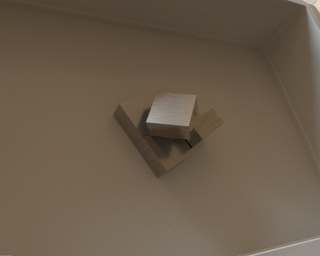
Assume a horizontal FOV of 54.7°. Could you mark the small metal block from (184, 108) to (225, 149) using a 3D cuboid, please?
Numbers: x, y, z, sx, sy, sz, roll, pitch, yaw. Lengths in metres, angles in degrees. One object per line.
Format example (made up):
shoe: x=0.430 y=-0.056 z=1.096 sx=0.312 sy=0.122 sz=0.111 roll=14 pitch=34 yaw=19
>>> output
small metal block: x=0.050 y=0.005 z=0.413 sx=0.050 sy=0.050 sz=0.025 roll=-32 pitch=80 yaw=-39

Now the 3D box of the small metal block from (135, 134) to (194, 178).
small metal block: x=0.006 y=0.027 z=0.392 sx=0.050 sy=0.025 sz=0.050 roll=-28 pitch=77 yaw=-38

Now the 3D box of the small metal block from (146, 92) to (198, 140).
small metal block: x=0.016 y=-0.015 z=0.375 sx=0.050 sy=0.025 sz=0.050 roll=6 pitch=51 yaw=15

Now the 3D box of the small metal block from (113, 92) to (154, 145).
small metal block: x=-0.023 y=-0.013 z=0.401 sx=0.050 sy=0.025 sz=0.050 roll=-28 pitch=77 yaw=-38

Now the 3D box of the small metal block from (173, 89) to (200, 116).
small metal block: x=0.022 y=-0.020 z=0.429 sx=0.050 sy=0.025 sz=0.050 roll=-28 pitch=77 yaw=-38
